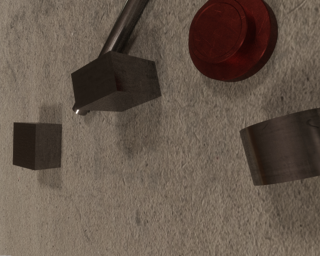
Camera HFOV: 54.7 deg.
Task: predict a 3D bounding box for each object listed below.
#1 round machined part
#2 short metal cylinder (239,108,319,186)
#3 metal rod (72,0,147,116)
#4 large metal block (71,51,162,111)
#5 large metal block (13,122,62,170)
[{"bbox_3d":[0.071,-0.100,0.334,0.098,0.042,0.097,0,90,39],"label":"round machined part"},{"bbox_3d":[0.116,0.017,0.272,0.080,0.081,0.050,-20,77,38],"label":"short metal cylinder"},{"bbox_3d":[-0.057,-0.141,0.449,0.025,0.025,0.298,48,118,29],"label":"metal rod"},{"bbox_3d":[-0.058,-0.058,0.415,0.080,0.081,0.050,-17,79,38],"label":"large metal block"},{"bbox_3d":[-0.228,0.031,0.573,0.080,0.050,0.079,3,92,39],"label":"large metal block"}]
